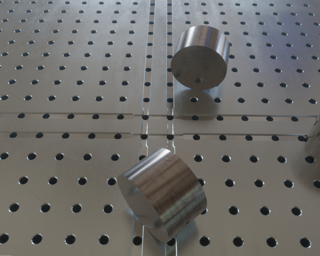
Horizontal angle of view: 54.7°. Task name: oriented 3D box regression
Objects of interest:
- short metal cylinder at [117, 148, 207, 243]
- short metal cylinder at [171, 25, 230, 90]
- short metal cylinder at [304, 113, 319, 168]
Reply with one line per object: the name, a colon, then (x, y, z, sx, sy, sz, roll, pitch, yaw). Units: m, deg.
short metal cylinder: (0.001, 0.067, 0.315, 0.050, 0.080, 0.080, -34, 58, -25)
short metal cylinder: (0.060, -0.103, 0.458, 0.080, 0.080, 0.050, 10, 51, 8)
short metal cylinder: (0.228, 0.014, 0.381, 0.081, 0.050, 0.080, 0, 50, 0)
